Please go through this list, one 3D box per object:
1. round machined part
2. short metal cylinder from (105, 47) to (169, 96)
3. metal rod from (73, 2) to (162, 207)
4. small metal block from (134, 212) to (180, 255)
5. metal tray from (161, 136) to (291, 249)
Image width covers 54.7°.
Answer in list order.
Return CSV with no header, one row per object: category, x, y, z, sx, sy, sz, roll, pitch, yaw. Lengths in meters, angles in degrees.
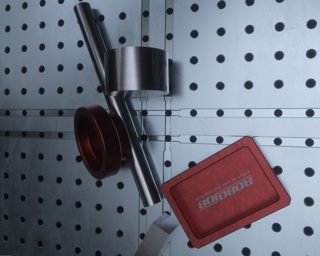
round machined part,-0.075,0.016,0.412,0.098,0.042,0.097,28,126,48
short metal cylinder,-0.029,-0.068,0.393,0.080,0.080,0.050,-1,90,19
metal rod,-0.062,-0.037,0.433,0.025,0.025,0.299,-23,83,18
small metal block,-0.002,0.143,0.399,0.025,0.050,0.050,31,100,17
metal tray,0.078,0.078,0.381,0.130,0.030,0.090,-33,80,16
